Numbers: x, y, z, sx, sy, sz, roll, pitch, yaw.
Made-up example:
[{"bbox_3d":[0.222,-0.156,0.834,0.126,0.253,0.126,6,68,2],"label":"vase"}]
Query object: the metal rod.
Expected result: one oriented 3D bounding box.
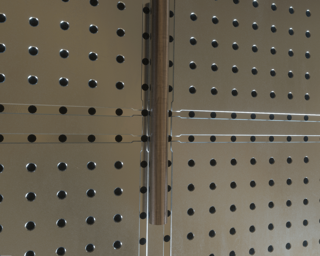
[{"bbox_3d":[-0.001,-0.024,0.412,0.025,0.025,0.298,1,90,-20],"label":"metal rod"}]
